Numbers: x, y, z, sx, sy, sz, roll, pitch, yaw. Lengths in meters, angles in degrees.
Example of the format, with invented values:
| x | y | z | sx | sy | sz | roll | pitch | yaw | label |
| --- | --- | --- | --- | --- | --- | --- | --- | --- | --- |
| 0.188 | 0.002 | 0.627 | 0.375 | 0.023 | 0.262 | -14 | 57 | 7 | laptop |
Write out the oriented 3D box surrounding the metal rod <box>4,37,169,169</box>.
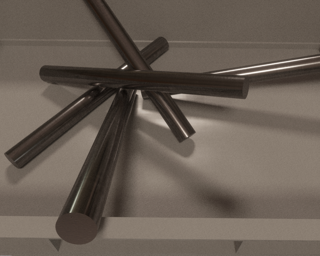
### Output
| x | y | z | sx | sy | sz | roll | pitch | yaw | label |
| --- | --- | --- | --- | --- | --- | --- | --- | --- | --- |
| -0.086 | -0.052 | 0.447 | 0.025 | 0.025 | 0.301 | 30 | 56 | 22 | metal rod |

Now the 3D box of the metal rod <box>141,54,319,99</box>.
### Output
| x | y | z | sx | sy | sz | roll | pitch | yaw | label |
| --- | --- | --- | --- | --- | --- | --- | --- | --- | --- |
| 0.122 | -0.074 | 0.427 | 0.301 | 0.025 | 0.025 | -8 | 50 | 9 | metal rod |

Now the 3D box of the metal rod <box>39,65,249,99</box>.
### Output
| x | y | z | sx | sy | sz | roll | pitch | yaw | label |
| --- | --- | --- | --- | --- | --- | --- | --- | --- | --- |
| -0.041 | -0.062 | 0.395 | 0.300 | 0.025 | 0.025 | 9 | 48 | 28 | metal rod |

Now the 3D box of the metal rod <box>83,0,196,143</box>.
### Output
| x | y | z | sx | sy | sz | roll | pitch | yaw | label |
| --- | --- | --- | --- | --- | --- | --- | --- | --- | --- |
| -0.047 | -0.111 | 0.419 | 0.025 | 0.025 | 0.299 | -30 | 81 | -23 | metal rod |

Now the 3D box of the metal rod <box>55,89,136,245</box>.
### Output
| x | y | z | sx | sy | sz | roll | pitch | yaw | label |
| --- | --- | --- | --- | --- | --- | --- | --- | --- | --- |
| -0.048 | -0.001 | 0.323 | 0.025 | 0.025 | 0.300 | 1 | 24 | 0 | metal rod |
